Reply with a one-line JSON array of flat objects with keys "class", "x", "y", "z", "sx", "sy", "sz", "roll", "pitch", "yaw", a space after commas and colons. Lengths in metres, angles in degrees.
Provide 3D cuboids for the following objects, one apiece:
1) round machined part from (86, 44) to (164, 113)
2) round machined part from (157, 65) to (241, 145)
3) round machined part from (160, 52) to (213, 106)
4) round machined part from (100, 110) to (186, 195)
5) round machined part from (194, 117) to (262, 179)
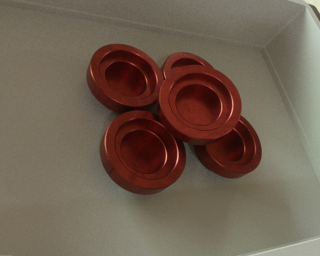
[{"class": "round machined part", "x": -0.047, "y": -0.058, "z": 0.404, "sx": 0.099, "sy": 0.042, "sz": 0.098, "roll": 14, "pitch": 56, "yaw": -21}, {"class": "round machined part", "x": 0.045, "y": -0.025, "z": 0.379, "sx": 0.099, "sy": 0.042, "sz": 0.098, "roll": 3, "pitch": 68, "yaw": -8}, {"class": "round machined part", "x": 0.041, "y": -0.059, "z": 0.453, "sx": 0.099, "sy": 0.042, "sz": 0.098, "roll": 14, "pitch": 56, "yaw": -21}, {"class": "round machined part", "x": -0.023, "y": 0.031, "z": 0.363, "sx": 0.099, "sy": 0.042, "sz": 0.098, "roll": 14, "pitch": 56, "yaw": -21}, {"class": "round machined part", "x": 0.087, "y": 0.024, "z": 0.427, "sx": 0.099, "sy": 0.042, "sz": 0.098, "roll": 14, "pitch": 56, "yaw": -21}]
